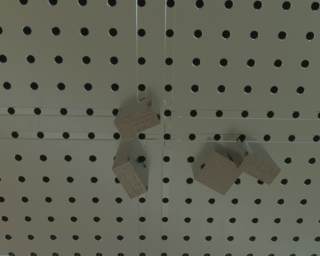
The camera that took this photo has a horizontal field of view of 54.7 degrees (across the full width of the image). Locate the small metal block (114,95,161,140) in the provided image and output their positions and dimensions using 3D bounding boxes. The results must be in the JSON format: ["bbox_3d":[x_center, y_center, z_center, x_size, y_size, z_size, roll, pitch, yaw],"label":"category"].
[{"bbox_3d":[-0.028,-0.015,0.394,0.050,0.050,0.025,-24,109,8],"label":"small metal block"}]

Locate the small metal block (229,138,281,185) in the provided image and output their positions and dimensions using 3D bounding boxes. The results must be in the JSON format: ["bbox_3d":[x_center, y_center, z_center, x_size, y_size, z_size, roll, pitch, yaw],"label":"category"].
[{"bbox_3d":[0.127,0.044,0.418,0.050,0.050,0.025,27,108,-10],"label":"small metal block"}]

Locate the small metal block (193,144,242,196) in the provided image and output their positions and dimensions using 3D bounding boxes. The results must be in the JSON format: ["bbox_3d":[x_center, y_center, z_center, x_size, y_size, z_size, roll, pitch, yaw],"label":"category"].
[{"bbox_3d":[0.082,0.059,0.437,0.050,0.025,0.050,30,107,-11],"label":"small metal block"}]

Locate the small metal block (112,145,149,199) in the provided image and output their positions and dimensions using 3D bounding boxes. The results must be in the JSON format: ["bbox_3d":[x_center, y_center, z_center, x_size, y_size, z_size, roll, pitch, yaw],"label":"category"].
[{"bbox_3d":[-0.039,0.059,0.421,0.025,0.050,0.050,-26,108,9],"label":"small metal block"}]
